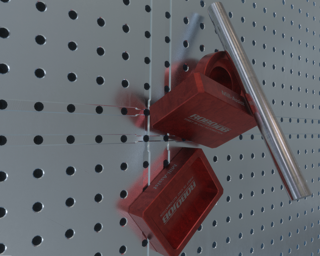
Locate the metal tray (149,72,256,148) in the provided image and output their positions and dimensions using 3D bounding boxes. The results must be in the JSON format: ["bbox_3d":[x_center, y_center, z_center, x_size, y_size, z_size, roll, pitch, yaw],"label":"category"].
[{"bbox_3d":[0.063,-0.017,0.417,0.131,0.090,0.030,19,49,-39],"label":"metal tray"}]

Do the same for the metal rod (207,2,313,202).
[{"bbox_3d":[0.123,-0.052,0.412,0.025,0.025,0.299,5,58,-40],"label":"metal rod"}]

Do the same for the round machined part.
[{"bbox_3d":[0.084,-0.064,0.469,0.099,0.042,0.097,0,90,-40],"label":"round machined part"}]

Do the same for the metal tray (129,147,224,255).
[{"bbox_3d":[0.028,0.100,0.430,0.131,0.030,0.090,-45,117,-31],"label":"metal tray"}]
